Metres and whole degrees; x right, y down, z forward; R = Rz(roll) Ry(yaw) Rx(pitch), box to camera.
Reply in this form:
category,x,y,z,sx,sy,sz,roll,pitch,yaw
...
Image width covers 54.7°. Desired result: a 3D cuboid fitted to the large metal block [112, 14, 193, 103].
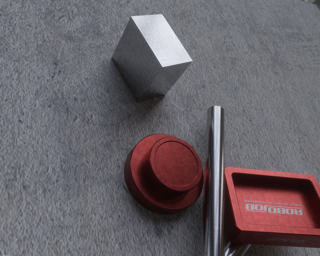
category,x,y,z,sx,sy,sz,roll,pitch,yaw
large metal block,-0.014,-0.093,0.419,0.050,0.080,0.080,-20,72,-36

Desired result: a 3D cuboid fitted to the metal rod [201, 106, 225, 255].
category,x,y,z,sx,sy,sz,roll,pitch,yaw
metal rod,0.062,0.093,0.354,0.025,0.025,0.300,22,50,-16

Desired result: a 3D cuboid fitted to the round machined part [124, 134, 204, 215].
category,x,y,z,sx,sy,sz,roll,pitch,yaw
round machined part,0.011,0.050,0.370,0.099,0.042,0.098,14,56,-21

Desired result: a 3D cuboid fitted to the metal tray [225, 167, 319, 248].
category,x,y,z,sx,sy,sz,roll,pitch,yaw
metal tray,0.143,0.098,0.386,0.131,0.030,0.090,6,43,-9

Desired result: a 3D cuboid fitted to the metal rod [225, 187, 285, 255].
category,x,y,z,sx,sy,sz,roll,pitch,yaw
metal rod,0.089,0.142,0.366,0.302,0.025,0.025,-32,80,-38
